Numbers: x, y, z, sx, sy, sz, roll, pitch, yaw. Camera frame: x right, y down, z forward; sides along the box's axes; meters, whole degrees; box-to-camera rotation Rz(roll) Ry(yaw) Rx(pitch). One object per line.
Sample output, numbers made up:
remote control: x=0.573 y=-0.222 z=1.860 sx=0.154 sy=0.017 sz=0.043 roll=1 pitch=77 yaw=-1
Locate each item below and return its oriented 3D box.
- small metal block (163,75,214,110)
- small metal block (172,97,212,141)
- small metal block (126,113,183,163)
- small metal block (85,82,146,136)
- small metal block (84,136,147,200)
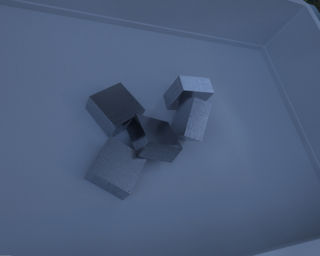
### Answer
small metal block: x=0.040 y=-0.048 z=0.443 sx=0.050 sy=0.050 sz=0.025 roll=1 pitch=61 yaw=-28
small metal block: x=0.039 y=-0.010 z=0.407 sx=0.025 sy=0.050 sz=0.050 roll=19 pitch=82 yaw=-18
small metal block: x=-0.007 y=0.013 z=0.378 sx=0.050 sy=0.025 sz=0.050 roll=14 pitch=33 yaw=-35
small metal block: x=-0.056 y=-0.024 z=0.389 sx=0.050 sy=0.025 sz=0.050 roll=48 pitch=51 yaw=10
small metal block: x=-0.050 y=0.046 z=0.352 sx=0.050 sy=0.025 sz=0.050 roll=32 pitch=52 yaw=-8
